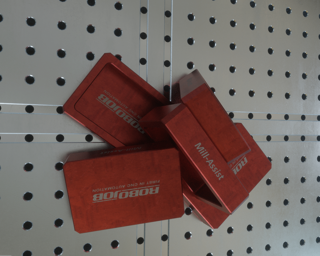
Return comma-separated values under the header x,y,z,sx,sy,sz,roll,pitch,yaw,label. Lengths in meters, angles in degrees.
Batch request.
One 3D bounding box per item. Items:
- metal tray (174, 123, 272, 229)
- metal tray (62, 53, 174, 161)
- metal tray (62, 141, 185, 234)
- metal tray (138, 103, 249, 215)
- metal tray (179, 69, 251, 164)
x,y,z,sx,sy,sz,roll,pitch,yaw,label
0.089,0.065,0.443,0.130,0.030,0.090,-43,104,-15,metal tray
-0.044,-0.020,0.394,0.130,0.030,0.090,38,78,-17,metal tray
-0.040,0.069,0.370,0.131,0.030,0.089,-7,104,-6,metal tray
0.035,0.034,0.360,0.030,0.090,0.130,-40,103,-16,metal tray
0.062,-0.021,0.381,0.030,0.130,0.090,-34,103,12,metal tray
